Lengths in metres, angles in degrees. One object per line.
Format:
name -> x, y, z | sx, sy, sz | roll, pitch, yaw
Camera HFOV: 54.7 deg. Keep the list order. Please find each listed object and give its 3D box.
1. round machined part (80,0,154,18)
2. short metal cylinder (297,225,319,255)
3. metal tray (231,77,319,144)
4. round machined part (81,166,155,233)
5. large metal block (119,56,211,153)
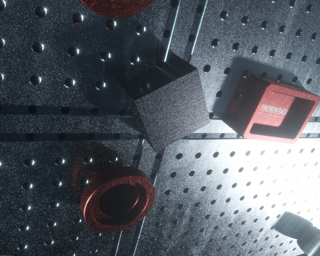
round machined part -> -0.037, -0.152, 0.286 | 0.099, 0.042, 0.097 | -14, 124, -21
short metal cylinder -> 0.390, 0.288, 0.767 | 0.081, 0.080, 0.050 | 18, 109, -35
metal tray -> 0.186, -0.024, 0.494 | 0.131, 0.030, 0.089 | 7, 115, -32
round machined part -> -0.059, 0.092, 0.425 | 0.099, 0.042, 0.097 | -14, 124, -21
large metal block -> 0.008, -0.030, 0.381 | 0.080, 0.050, 0.080 | -28, 128, -11
